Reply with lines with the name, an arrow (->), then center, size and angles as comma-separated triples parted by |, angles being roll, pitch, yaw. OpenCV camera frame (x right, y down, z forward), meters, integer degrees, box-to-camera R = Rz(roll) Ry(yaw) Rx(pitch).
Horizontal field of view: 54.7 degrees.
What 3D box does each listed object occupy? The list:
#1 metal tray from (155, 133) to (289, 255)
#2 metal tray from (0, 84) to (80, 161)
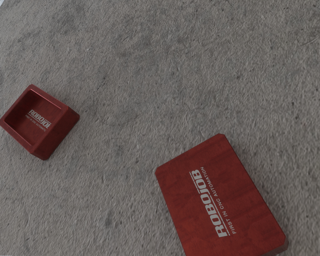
metal tray -> 0.057, 0.079, 0.322 | 0.090, 0.030, 0.130 | -30, 52, 8
metal tray -> -0.204, -0.014, 0.515 | 0.130, 0.030, 0.090 | 28, 77, 37
